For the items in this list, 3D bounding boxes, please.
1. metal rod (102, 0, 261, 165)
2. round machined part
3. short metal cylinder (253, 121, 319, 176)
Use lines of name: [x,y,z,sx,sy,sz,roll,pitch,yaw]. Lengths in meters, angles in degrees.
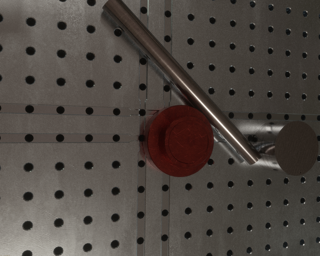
metal rod: [0.039,-0.056,0.427,0.300,0.025,0.025,45,76,-15]
round machined part: [0.030,0.018,0.416,0.099,0.042,0.097,0,90,-21]
short metal cylinder: [0.190,0.029,0.472,0.081,0.050,0.079,0,90,-20]
